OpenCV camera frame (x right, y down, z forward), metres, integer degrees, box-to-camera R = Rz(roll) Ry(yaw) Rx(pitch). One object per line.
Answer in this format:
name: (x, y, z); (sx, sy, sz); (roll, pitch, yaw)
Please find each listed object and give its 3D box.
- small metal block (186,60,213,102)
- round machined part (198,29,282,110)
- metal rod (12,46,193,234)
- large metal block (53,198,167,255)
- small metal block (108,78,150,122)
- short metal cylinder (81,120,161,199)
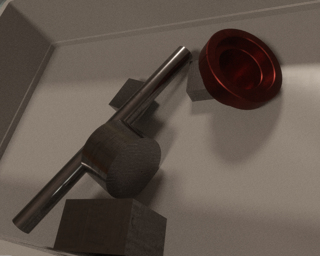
small metal block: (0.065, -0.065, 0.411); (0.050, 0.025, 0.050); (-5, 60, 25)
round machined part: (0.089, -0.064, 0.365); (0.099, 0.042, 0.098); (8, 64, -18)
metal rod: (-0.062, 0.005, 0.392); (0.025, 0.025, 0.301); (31, 72, 37)
large metal block: (-0.048, 0.111, 0.326); (0.080, 0.080, 0.050); (-7, 59, 24)
small metal block: (-0.039, -0.041, 0.443); (0.050, 0.025, 0.050); (23, 73, 51)
short metal cylinder: (-0.045, 0.037, 0.370); (0.050, 0.080, 0.080); (32, 79, 37)
